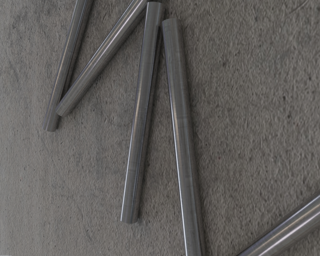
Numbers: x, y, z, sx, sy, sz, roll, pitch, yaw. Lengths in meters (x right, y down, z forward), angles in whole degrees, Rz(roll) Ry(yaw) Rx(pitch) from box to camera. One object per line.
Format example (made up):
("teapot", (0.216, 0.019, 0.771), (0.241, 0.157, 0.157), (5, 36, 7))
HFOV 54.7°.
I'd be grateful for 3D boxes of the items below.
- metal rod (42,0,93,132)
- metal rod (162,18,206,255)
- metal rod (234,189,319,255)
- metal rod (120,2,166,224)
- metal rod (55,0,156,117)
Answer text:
("metal rod", (-0.153, -0.131, 0.531), (0.025, 0.025, 0.298), (34, 111, 35))
("metal rod", (0.029, 0.014, 0.381), (0.025, 0.025, 0.298), (-9, 84, 39))
("metal rod", (0.134, 0.089, 0.294), (0.298, 0.025, 0.025), (-52, 60, 27))
("metal rod", (-0.025, -0.016, 0.425), (0.025, 0.025, 0.298), (13, 98, 39))
("metal rod", (-0.081, -0.118, 0.471), (0.299, 0.025, 0.025), (-44, 64, 31))
